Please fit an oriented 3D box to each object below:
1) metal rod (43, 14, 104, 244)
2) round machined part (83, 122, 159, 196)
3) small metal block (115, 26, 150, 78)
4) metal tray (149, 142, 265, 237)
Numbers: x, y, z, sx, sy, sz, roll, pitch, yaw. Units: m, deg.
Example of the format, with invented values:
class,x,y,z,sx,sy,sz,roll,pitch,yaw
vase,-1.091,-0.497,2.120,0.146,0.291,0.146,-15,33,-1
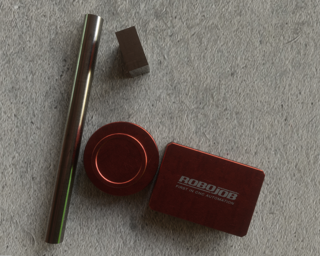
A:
class,x,y,z,sx,sy,sz,roll,pitch,yaw
metal rod,-0.114,0.001,0.409,0.025,0.025,0.298,10,90,0
round machined part,-0.050,0.040,0.401,0.099,0.042,0.097,0,90,0
small metal block,-0.034,-0.096,0.397,0.025,0.050,0.050,-20,90,0
metal tray,0.060,0.079,0.408,0.131,0.030,0.090,17,90,0
